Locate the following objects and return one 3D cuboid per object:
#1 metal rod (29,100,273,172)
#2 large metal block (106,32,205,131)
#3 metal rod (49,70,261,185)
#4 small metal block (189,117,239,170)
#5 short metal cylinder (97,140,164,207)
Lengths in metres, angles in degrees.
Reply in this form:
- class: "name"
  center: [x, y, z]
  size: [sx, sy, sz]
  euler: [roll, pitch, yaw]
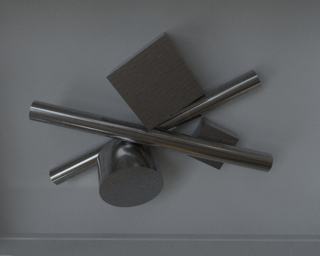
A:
- class: "metal rod"
  center: [-0.006, 0.012, 0.387]
  size: [0.302, 0.025, 0.025]
  euler: [13, 110, -5]
- class: "large metal block"
  center: [-0.004, -0.057, 0.375]
  size: [0.080, 0.050, 0.080]
  euler: [-34, 107, 11]
- class: "metal rod"
  center: [-0.013, 0.003, 0.410]
  size: [0.301, 0.025, 0.025]
  euler: [-26, 108, 8]
- class: "small metal block"
  center: [0.069, 0.021, 0.417]
  size: [0.050, 0.025, 0.050]
  euler: [25, 108, -10]
- class: "short metal cylinder"
  center: [-0.040, 0.058, 0.402]
  size: [0.081, 0.050, 0.079]
  euler: [-8, 133, -9]
